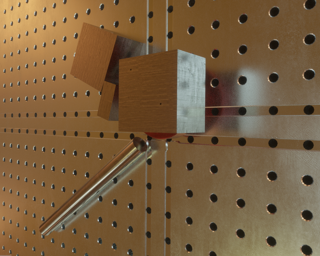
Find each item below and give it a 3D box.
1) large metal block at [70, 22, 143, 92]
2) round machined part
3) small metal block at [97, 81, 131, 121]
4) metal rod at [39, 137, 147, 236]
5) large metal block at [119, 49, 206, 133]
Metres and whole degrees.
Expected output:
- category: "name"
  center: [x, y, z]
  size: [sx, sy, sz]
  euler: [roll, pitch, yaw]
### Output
- category: "large metal block"
  center: [-0.081, -0.102, 0.460]
  size: [0.080, 0.050, 0.079]
  euler: [31, 109, 35]
- category: "round machined part"
  center: [0.013, -0.035, 0.387]
  size: [0.098, 0.042, 0.097]
  euler: [0, 90, 39]
- category: "small metal block"
  center: [-0.057, -0.037, 0.440]
  size: [0.025, 0.050, 0.050]
  euler: [23, 105, 38]
- category: "metal rod"
  center: [-0.122, 0.107, 0.510]
  size: [0.299, 0.025, 0.025]
  euler: [-42, 65, 32]
- category: "large metal block"
  center: [0.001, -0.036, 0.337]
  size: [0.080, 0.050, 0.079]
  euler: [1, 91, 39]
